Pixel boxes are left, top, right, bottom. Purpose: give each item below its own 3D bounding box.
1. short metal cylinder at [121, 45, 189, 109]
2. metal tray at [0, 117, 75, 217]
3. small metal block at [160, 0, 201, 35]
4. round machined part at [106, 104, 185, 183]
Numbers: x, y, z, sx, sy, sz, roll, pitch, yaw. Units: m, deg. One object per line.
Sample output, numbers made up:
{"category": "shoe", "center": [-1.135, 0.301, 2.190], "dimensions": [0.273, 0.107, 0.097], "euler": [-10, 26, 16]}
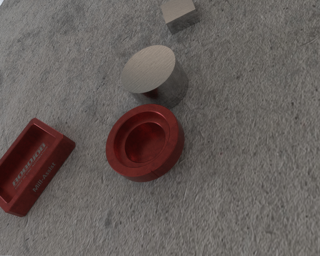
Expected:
{"category": "short metal cylinder", "center": [-0.006, -0.068, 0.433], "dimensions": [0.080, 0.050, 0.080], "euler": [-13, 56, 21]}
{"category": "metal tray", "center": [-0.199, 0.056, 0.470], "dimensions": [0.090, 0.030, 0.130], "euler": [24, 74, 36]}
{"category": "small metal block", "center": [0.033, -0.186, 0.501], "dimensions": [0.050, 0.025, 0.050], "euler": [-22, 53, 14]}
{"category": "round machined part", "center": [-0.015, 0.022, 0.387], "dimensions": [0.098, 0.042, 0.098], "euler": [-13, 56, 21]}
